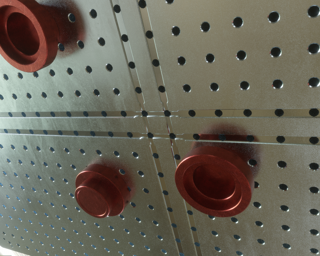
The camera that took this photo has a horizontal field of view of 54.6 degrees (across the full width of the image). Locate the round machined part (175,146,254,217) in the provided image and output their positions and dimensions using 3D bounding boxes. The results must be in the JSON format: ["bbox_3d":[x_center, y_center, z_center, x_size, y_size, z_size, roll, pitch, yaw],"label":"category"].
[{"bbox_3d":[0.073,0.064,0.402,0.098,0.042,0.097,13,124,21],"label":"round machined part"}]

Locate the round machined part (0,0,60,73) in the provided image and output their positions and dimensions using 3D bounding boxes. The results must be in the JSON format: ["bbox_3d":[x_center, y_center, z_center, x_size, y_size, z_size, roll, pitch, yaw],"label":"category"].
[{"bbox_3d":[-0.176,-0.128,0.415,0.098,0.042,0.097,13,124,21],"label":"round machined part"}]

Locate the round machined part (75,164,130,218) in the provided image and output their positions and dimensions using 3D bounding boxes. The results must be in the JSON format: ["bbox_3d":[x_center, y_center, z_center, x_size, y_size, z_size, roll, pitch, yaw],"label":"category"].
[{"bbox_3d":[-0.104,0.114,0.526,0.098,0.042,0.097,13,124,21],"label":"round machined part"}]
